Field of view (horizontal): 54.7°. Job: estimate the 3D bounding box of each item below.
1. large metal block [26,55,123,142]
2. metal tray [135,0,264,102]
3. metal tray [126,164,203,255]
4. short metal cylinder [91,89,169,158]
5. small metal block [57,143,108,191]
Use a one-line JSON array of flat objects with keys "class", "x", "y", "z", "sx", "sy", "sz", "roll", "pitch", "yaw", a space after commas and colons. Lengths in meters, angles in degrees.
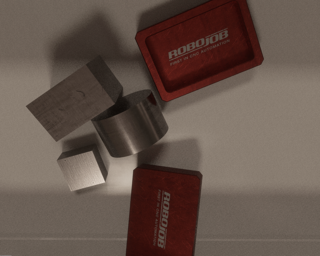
[{"class": "large metal block", "x": -0.096, "y": -0.038, "z": 0.367, "sx": 0.080, "sy": 0.080, "sz": 0.050, "roll": -32, "pitch": 107, "yaw": 11}, {"class": "metal tray", "x": 0.047, "y": -0.097, "z": 0.373, "sx": 0.130, "sy": 0.030, "sz": 0.090, "roll": -21, "pitch": 109, "yaw": 7}, {"class": "metal tray", "x": 0.006, "y": 0.120, "z": 0.423, "sx": 0.090, "sy": 0.030, "sz": 0.129, "roll": 6, "pitch": 94, "yaw": 13}, {"class": "short metal cylinder", "x": -0.037, "y": -0.007, "z": 0.379, "sx": 0.080, "sy": 0.080, "sz": 0.050, "roll": -22, "pitch": 109, "yaw": 8}, {"class": "small metal block", "x": -0.106, "y": 0.055, "z": 0.430, "sx": 0.050, "sy": 0.025, "sz": 0.050, "roll": -16, "pitch": 110, "yaw": 5}]
